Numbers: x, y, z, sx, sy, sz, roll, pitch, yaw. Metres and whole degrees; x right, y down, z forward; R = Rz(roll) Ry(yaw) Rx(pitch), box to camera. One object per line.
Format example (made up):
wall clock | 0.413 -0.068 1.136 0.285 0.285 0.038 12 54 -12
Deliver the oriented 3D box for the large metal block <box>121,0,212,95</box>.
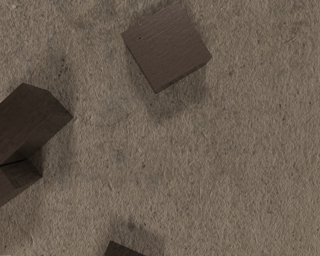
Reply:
large metal block | 0.008 -0.100 0.398 0.080 0.050 0.080 -31 90 0

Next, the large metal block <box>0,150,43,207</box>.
large metal block | -0.206 0.071 0.380 0.080 0.080 0.050 -36 90 0

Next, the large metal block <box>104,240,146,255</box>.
large metal block | -0.047 0.206 0.397 0.080 0.050 0.080 24 90 -1

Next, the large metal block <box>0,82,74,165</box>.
large metal block | -0.163 -0.005 0.380 0.080 0.080 0.050 -43 91 0
